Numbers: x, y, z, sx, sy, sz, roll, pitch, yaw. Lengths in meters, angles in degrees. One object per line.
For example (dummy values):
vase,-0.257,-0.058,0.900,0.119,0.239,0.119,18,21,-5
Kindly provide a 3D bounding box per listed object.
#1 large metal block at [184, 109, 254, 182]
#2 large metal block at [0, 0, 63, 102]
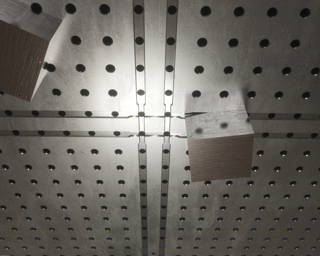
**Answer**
large metal block,0.078,0.025,0.418,0.080,0.050,0.080,-6,130,4
large metal block,-0.158,-0.085,0.321,0.080,0.050,0.080,22,127,-18
